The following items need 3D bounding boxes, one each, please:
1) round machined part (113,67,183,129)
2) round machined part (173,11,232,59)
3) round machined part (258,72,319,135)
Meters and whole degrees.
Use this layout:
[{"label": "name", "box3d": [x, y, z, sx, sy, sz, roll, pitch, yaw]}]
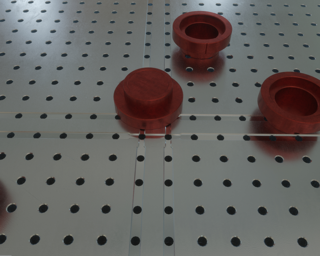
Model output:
[{"label": "round machined part", "box3d": [-0.016, -0.048, 0.437, 0.099, 0.042, 0.098, 0, 50, 0]}, {"label": "round machined part", "box3d": [0.070, -0.155, 0.528, 0.099, 0.042, 0.098, 0, 50, 0]}, {"label": "round machined part", "box3d": [0.183, -0.030, 0.424, 0.099, 0.042, 0.098, 0, 50, 0]}]
